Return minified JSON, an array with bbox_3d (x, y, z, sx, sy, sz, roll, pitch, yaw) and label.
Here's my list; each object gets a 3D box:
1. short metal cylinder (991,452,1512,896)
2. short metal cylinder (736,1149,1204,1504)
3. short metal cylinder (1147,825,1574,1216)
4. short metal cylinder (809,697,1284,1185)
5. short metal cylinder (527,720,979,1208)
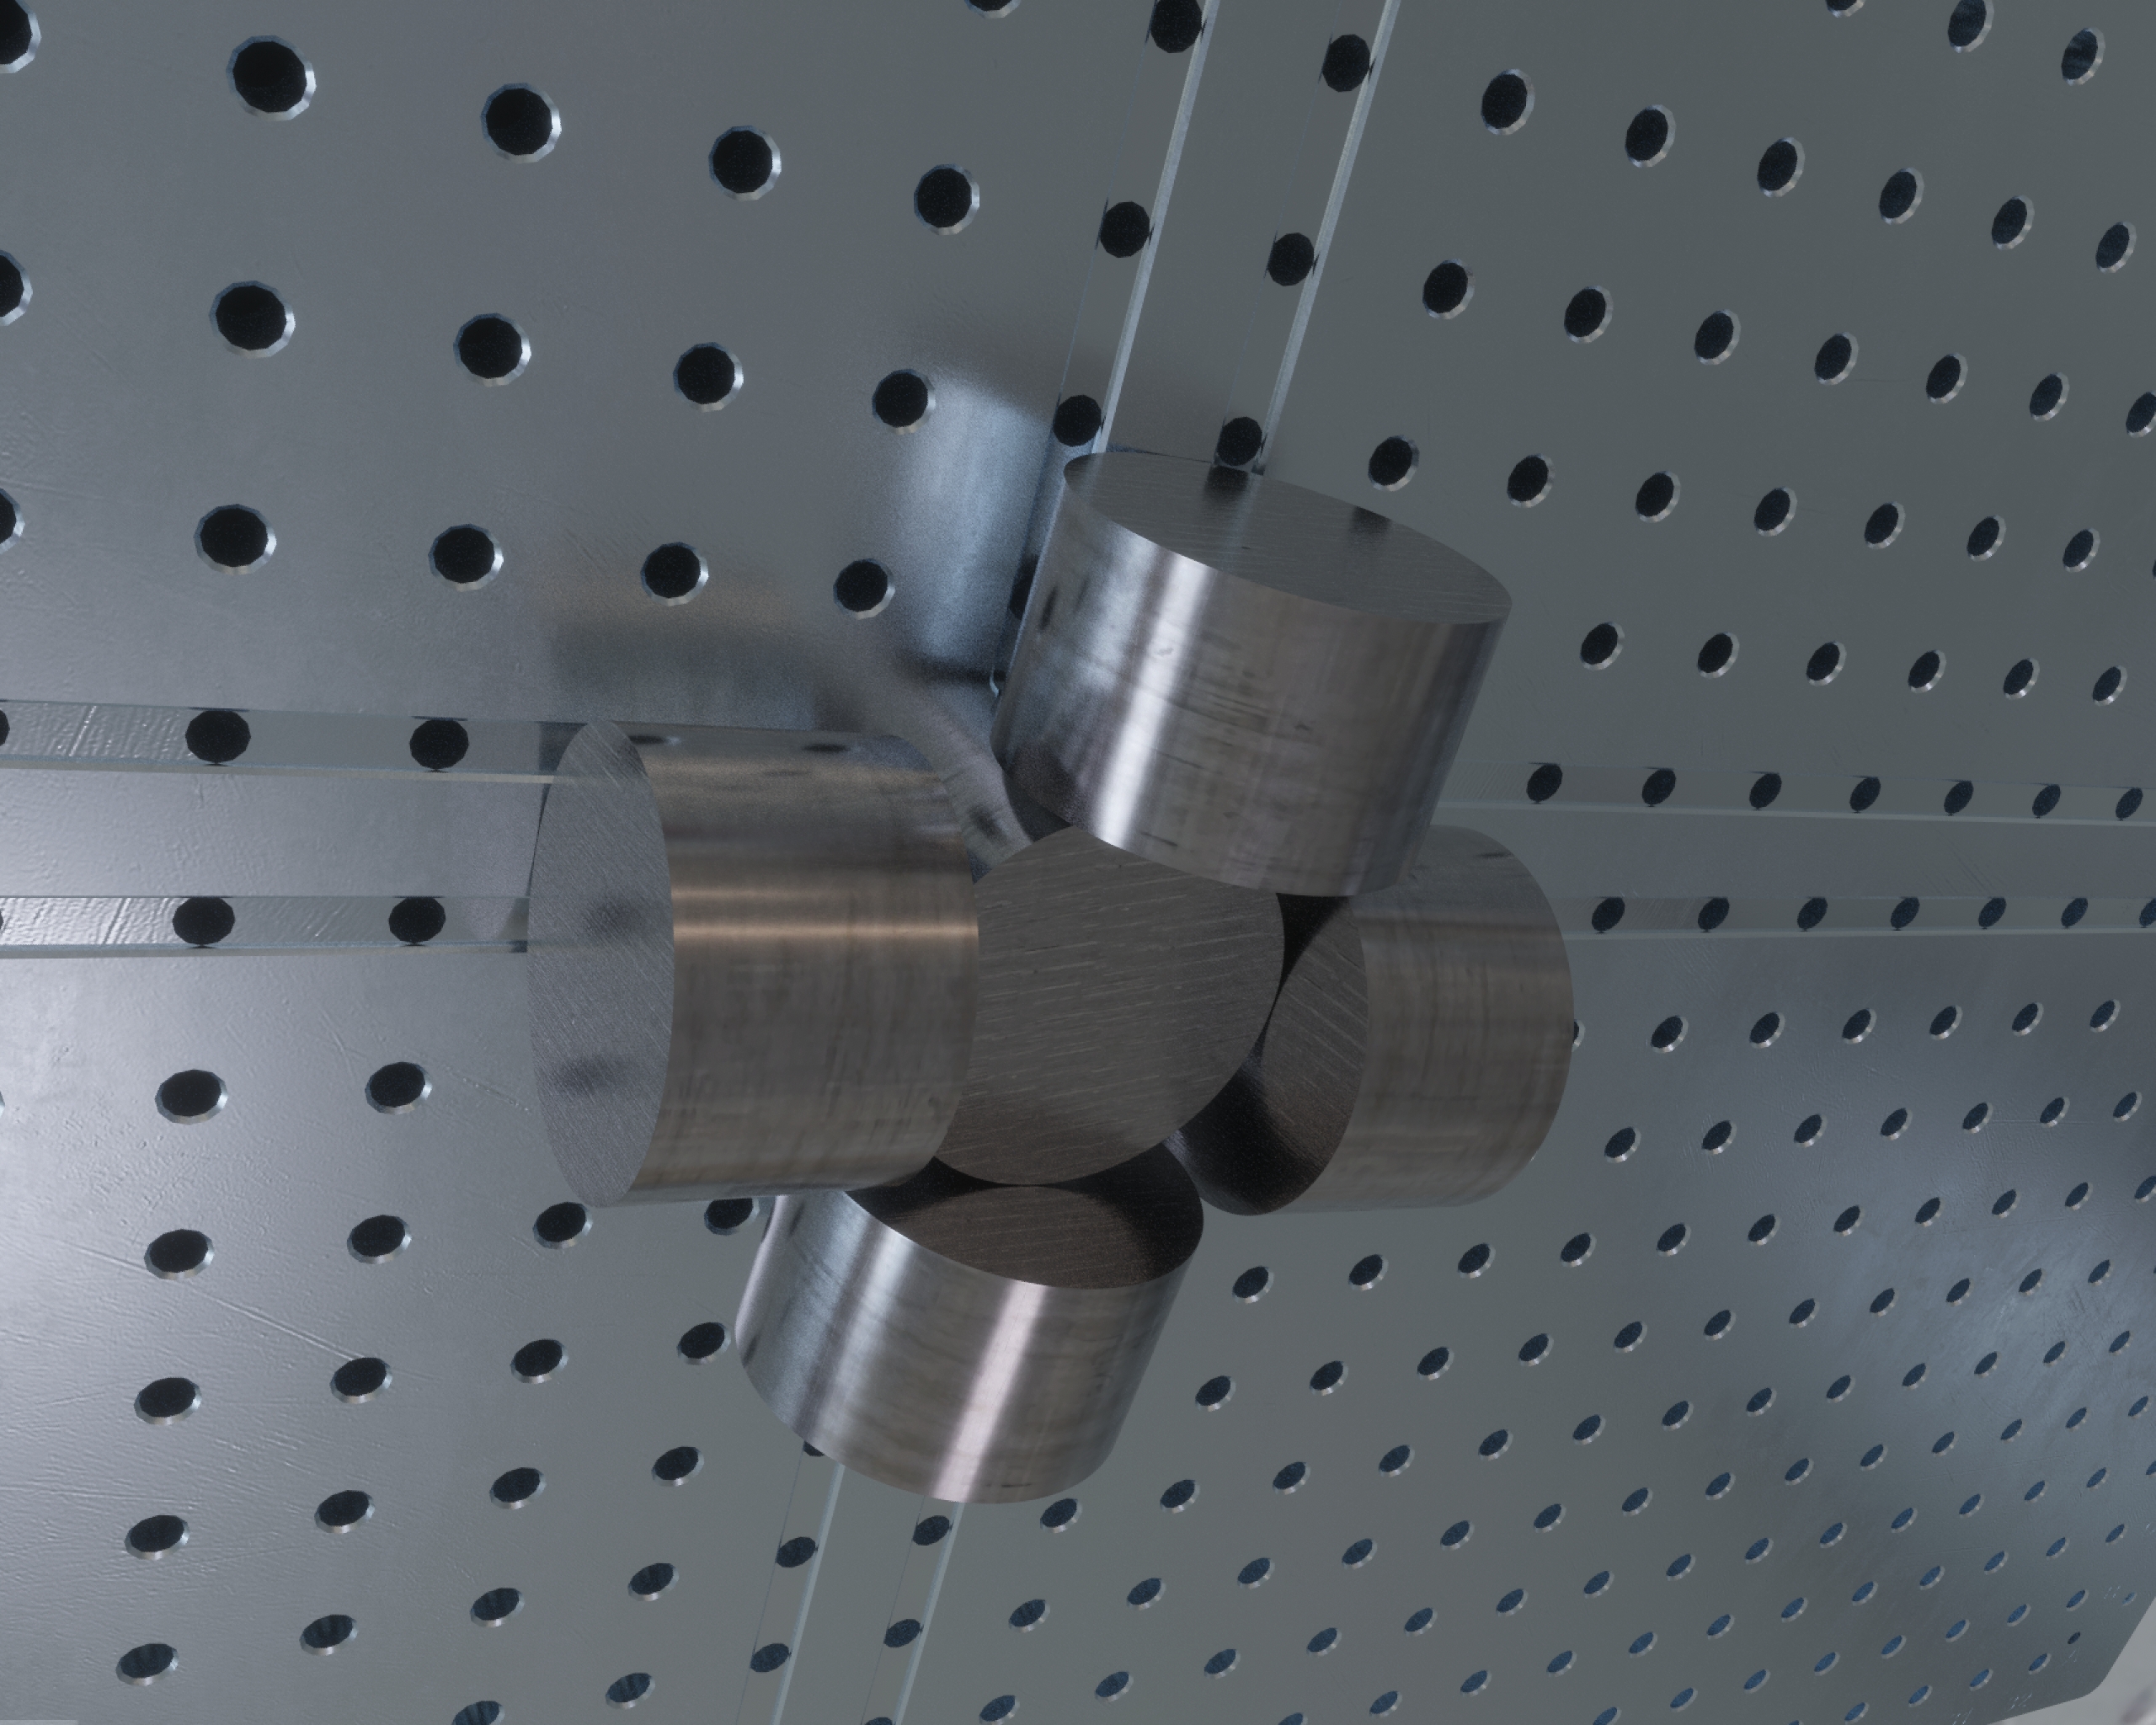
[{"bbox_3d":[0.030,-0.035,0.369,0.081,0.080,0.050,3,117,-30],"label":"short metal cylinder"},{"bbox_3d":[-0.022,0.079,0.411,0.081,0.080,0.050,6,115,-31],"label":"short metal cylinder"},{"bbox_3d":[0.054,0.031,0.424,0.050,0.080,0.079,4,117,-31],"label":"short metal cylinder"},{"bbox_3d":[-0.008,0.014,0.400,0.081,0.050,0.079,-15,125,-22],"label":"short metal cylinder"},{"bbox_3d":[-0.058,0.017,0.354,0.050,0.080,0.079,1,118,-30],"label":"short metal cylinder"}]
